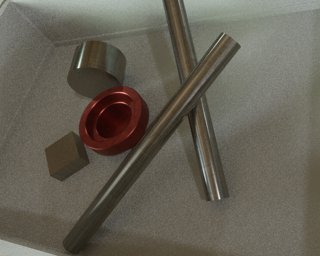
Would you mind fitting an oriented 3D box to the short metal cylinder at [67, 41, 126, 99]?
[{"bbox_3d":[-0.094,-0.086,0.471,0.080,0.080,0.050,-8,58,23],"label":"short metal cylinder"}]

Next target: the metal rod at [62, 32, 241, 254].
[{"bbox_3d":[-0.017,0.026,0.345,0.299,0.025,0.025,-52,50,11],"label":"metal rod"}]

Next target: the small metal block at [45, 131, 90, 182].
[{"bbox_3d":[-0.135,0.041,0.449,0.050,0.025,0.050,-33,52,6],"label":"small metal block"}]

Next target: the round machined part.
[{"bbox_3d":[-0.058,-0.006,0.428,0.098,0.042,0.098,-13,56,20],"label":"round machined part"}]

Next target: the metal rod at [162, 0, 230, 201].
[{"bbox_3d":[0.033,-0.068,0.361,0.025,0.025,0.299,-15,77,19],"label":"metal rod"}]
